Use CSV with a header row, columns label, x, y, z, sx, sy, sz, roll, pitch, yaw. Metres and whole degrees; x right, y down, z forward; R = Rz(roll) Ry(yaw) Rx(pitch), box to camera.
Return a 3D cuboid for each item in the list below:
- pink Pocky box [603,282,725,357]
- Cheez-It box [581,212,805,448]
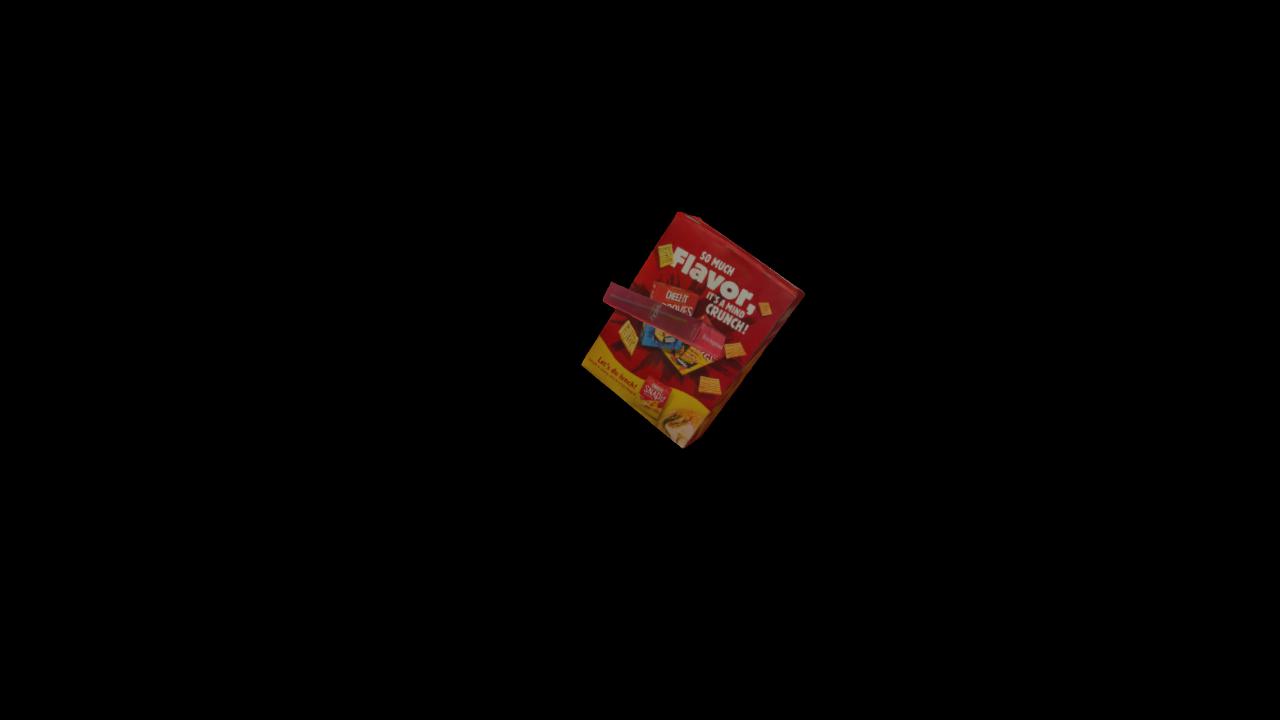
label,x,y,z,sx,sy,sz,roll,pitch,yaw
pink Pocky box,0.034,-0.044,0.713,0.155,0.029,0.084,28,2,41
Cheez-It box,0.057,-0.034,0.719,0.166,0.223,0.071,38,20,15
